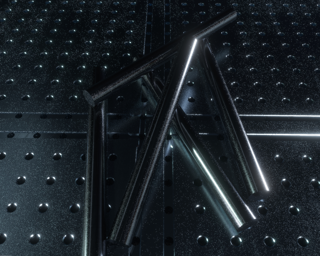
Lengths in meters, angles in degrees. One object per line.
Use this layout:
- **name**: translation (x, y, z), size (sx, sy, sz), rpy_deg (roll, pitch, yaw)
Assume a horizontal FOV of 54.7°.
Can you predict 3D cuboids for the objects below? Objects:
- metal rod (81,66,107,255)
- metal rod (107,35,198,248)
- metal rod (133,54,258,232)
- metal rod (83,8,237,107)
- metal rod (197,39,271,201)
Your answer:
- **metal rod**: translation (-0.078, 0.029, 0.382), size (0.025, 0.025, 0.300), rpy_deg (-5, 50, -4)
- **metal rod**: translation (0.001, -0.006, 0.386), size (0.025, 0.025, 0.300), rpy_deg (13, 59, 10)
- **metal rod**: translation (0.029, -0.003, 0.410), size (0.025, 0.025, 0.300), rpy_deg (-19, 53, -16)
- **metal rod**: translation (0.015, -0.118, 0.473), size (0.302, 0.025, 0.025), rpy_deg (-36, 59, -27)
- **metal rod**: translation (0.090, -0.038, 0.440), size (0.025, 0.025, 0.300), rpy_deg (-6, 50, -5)
